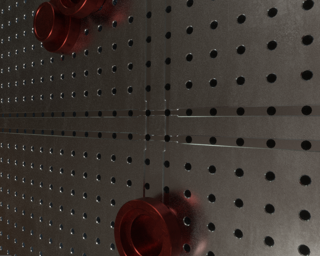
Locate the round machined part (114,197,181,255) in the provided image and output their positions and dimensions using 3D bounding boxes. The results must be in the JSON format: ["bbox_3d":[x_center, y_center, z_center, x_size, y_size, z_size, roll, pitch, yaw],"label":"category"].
[{"bbox_3d":[-0.011,0.139,0.406,0.098,0.042,0.097,0,90,39],"label":"round machined part"}]

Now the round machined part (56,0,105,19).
[{"bbox_3d":[-0.122,-0.224,0.496,0.098,0.042,0.097,-1,89,39],"label":"round machined part"}]

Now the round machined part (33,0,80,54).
[{"bbox_3d":[-0.189,-0.184,0.551,0.098,0.042,0.097,0,90,39],"label":"round machined part"}]
